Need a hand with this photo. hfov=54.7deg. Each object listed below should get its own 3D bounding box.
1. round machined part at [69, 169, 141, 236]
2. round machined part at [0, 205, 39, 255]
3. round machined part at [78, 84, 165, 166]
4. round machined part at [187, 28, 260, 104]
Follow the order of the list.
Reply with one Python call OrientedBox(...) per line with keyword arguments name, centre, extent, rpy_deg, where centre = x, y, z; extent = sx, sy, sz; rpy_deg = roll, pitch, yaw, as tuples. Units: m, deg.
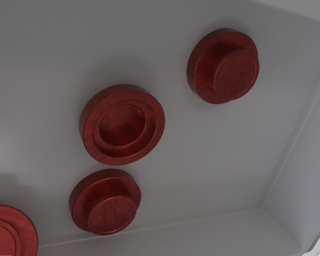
OrientedBox(name="round machined part", centre=(-0.071, 0.108, 0.425), extent=(0.099, 0.042, 0.097), rpy_deg=(-14, 124, -21))
OrientedBox(name="round machined part", centre=(-0.188, 0.135, 0.343), extent=(0.099, 0.042, 0.098), rpy_deg=(5, 74, -18))
OrientedBox(name="round machined part", centre=(-0.047, -0.007, 0.367), extent=(0.099, 0.042, 0.097), rpy_deg=(-14, 124, -21))
OrientedBox(name="round machined part", centre=(0.087, -0.074, 0.399), extent=(0.099, 0.042, 0.097), rpy_deg=(-14, 124, -21))
